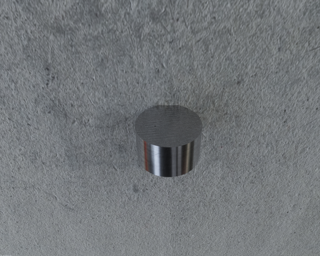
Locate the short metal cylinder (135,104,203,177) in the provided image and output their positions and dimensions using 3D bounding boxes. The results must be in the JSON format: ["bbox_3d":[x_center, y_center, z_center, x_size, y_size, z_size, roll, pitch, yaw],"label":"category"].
[{"bbox_3d":[0.011,0.014,0.385,0.081,0.080,0.050,-1,130,0],"label":"short metal cylinder"}]
